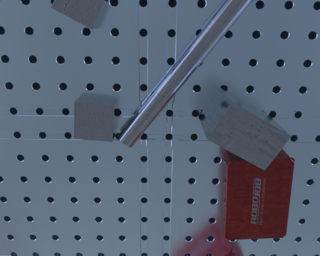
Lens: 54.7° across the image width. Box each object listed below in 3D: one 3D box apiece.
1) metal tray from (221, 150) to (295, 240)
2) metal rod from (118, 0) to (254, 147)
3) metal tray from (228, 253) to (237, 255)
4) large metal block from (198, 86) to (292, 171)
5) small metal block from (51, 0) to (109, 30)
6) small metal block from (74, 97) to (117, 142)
[{"bbox_3d":[0.138,0.099,0.448,0.091,0.030,0.129,-3,110,1],"label":"metal tray"},{"bbox_3d":[0.046,-0.093,0.379,0.025,0.025,0.299,36,106,-13],"label":"metal rod"},{"bbox_3d":[0.081,0.264,0.475,0.030,0.090,0.130,43,105,-7],"label":"metal tray"},{"bbox_3d":[0.100,-0.003,0.384,0.080,0.080,0.050,28,108,-10],"label":"large metal block"},{"bbox_3d":[-0.089,-0.149,0.357,0.050,0.025,0.050,27,108,-10],"label":"small metal block"},{"bbox_3d":[-0.085,-0.011,0.408,0.050,0.025,0.050,5,110,-2],"label":"small metal block"}]
